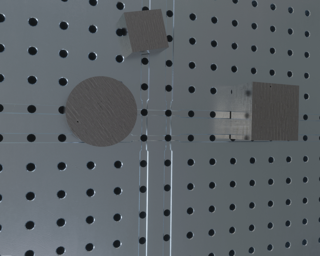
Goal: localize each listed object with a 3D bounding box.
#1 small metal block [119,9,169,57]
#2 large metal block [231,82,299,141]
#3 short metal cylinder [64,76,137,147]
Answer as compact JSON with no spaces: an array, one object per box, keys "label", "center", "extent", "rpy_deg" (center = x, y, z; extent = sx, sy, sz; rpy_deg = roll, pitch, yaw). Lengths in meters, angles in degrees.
[{"label":"small metal block","center":[-0.021,-0.124,0.405],"extent":[0.050,0.025,0.050],"rpy_deg":[-14,95,-20]},{"label":"large metal block","center":[0.154,-0.022,0.456],"extent":[0.081,0.050,0.080],"rpy_deg":[1,90,-20]},{"label":"short metal cylinder","center":[-0.073,-0.019,0.372],"extent":[0.081,0.050,0.079],"rpy_deg":[0,90,-20]}]
